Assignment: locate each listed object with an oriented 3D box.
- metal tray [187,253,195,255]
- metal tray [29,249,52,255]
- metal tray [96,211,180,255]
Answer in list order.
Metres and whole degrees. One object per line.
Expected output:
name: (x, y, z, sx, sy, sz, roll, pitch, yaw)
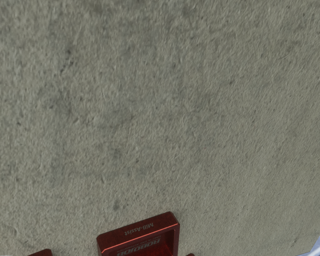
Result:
metal tray: (0.019, 0.311, 0.608, 0.131, 0.030, 0.089, -21, 127, -17)
metal tray: (-0.209, 0.232, 0.434, 0.131, 0.030, 0.089, -16, 125, -20)
metal tray: (-0.033, 0.197, 0.508, 0.131, 0.030, 0.089, -12, 124, -22)
